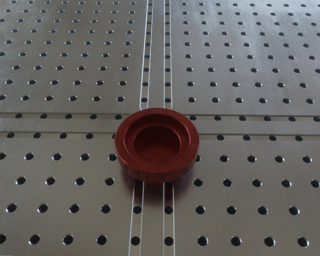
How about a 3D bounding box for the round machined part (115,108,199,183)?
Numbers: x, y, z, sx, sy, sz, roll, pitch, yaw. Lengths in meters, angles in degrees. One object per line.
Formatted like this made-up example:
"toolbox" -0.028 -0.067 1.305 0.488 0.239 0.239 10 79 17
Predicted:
"round machined part" -0.004 0.025 0.376 0.099 0.042 0.098 0 50 0
